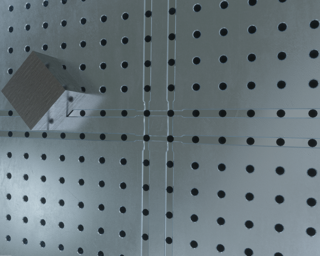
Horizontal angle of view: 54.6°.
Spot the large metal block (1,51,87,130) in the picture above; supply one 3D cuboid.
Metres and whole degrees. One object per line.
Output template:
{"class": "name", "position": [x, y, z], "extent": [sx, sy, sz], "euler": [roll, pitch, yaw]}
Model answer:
{"class": "large metal block", "position": [-0.172, -0.053, 0.461], "extent": [0.080, 0.050, 0.080], "euler": [-45, 76, 14]}
